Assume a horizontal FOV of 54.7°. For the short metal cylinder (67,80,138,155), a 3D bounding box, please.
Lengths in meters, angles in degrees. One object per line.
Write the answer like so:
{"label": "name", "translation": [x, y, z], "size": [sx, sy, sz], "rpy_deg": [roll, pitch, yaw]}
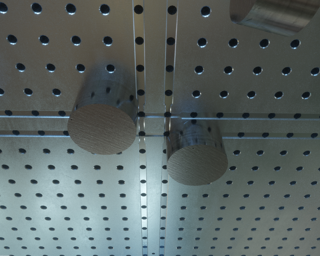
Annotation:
{"label": "short metal cylinder", "translation": [-0.068, -0.012, 0.384], "size": [0.081, 0.050, 0.079], "rpy_deg": [0, 130, 0]}

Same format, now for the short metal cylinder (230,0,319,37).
{"label": "short metal cylinder", "translation": [0.101, -0.126, 0.270], "size": [0.050, 0.080, 0.079], "rpy_deg": [11, 129, -10]}

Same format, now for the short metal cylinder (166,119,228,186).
{"label": "short metal cylinder", "translation": [0.049, 0.034, 0.425], "size": [0.081, 0.050, 0.079], "rpy_deg": [-1, 130, 0]}
